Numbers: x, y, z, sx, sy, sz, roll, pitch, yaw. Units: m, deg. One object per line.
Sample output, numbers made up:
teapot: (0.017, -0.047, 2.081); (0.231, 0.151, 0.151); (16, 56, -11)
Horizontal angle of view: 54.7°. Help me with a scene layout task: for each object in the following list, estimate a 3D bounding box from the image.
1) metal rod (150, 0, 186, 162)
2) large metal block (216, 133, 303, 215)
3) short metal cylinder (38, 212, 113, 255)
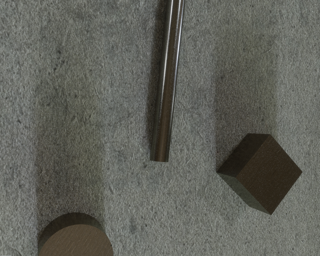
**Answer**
metal rod: (0.015, -0.105, 0.415); (0.025, 0.025, 0.298); (7, 88, -20)
large metal block: (0.144, 0.064, 0.451); (0.080, 0.050, 0.080); (46, 76, -15)
short metal cylinder: (-0.099, 0.145, 0.360); (0.081, 0.050, 0.079); (0, 90, -21)
